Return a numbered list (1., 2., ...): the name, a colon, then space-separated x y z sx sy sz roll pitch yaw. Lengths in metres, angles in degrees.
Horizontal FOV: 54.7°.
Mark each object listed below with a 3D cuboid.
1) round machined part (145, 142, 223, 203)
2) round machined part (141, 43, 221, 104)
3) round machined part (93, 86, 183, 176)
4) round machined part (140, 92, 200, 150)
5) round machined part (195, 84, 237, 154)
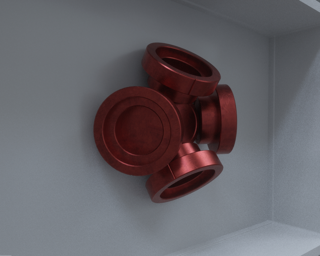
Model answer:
1. round machined part: 0.027 0.054 0.393 0.099 0.097 0.042 -2 55 -40
2. round machined part: 0.023 -0.066 0.390 0.099 0.098 0.042 -5 131 -40
3. round machined part: -0.021 0.002 0.353 0.042 0.098 0.097 -24 109 -77
4. round machined part: 0.014 -0.006 0.406 0.099 0.042 0.097 0 90 -40
5. round machined part: 0.071 -0.012 0.432 0.042 0.098 0.097 -2 92 -4
